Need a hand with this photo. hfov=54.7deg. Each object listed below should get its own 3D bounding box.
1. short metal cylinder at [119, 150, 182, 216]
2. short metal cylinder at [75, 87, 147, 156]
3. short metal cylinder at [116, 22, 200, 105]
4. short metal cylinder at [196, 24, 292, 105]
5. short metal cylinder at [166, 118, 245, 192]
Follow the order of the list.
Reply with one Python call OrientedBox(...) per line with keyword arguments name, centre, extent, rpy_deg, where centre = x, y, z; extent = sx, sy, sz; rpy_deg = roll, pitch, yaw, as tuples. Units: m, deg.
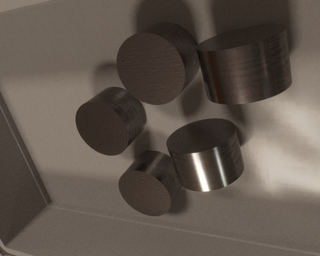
OrientedBox(name="short metal cylinder", centre=(-0.012, 0.079, 0.446), extent=(0.080, 0.050, 0.079), rpy_deg=(13, 124, 20))
OrientedBox(name="short metal cylinder", centre=(-0.066, -0.009, 0.419), extent=(0.080, 0.050, 0.079), rpy_deg=(13, 124, 20))
OrientedBox(name="short metal cylinder", centre=(-0.001, -0.072, 0.347), extent=(0.080, 0.050, 0.079), rpy_deg=(13, 124, 20))
OrientedBox(name="short metal cylinder", centre=(0.079, -0.062, 0.293), extent=(0.080, 0.080, 0.050), rpy_deg=(-3, 117, 29))
OrientedBox(name="short metal cylinder", centre=(0.053, 0.029, 0.362), extent=(0.080, 0.080, 0.050), rpy_deg=(-5, 116, 30))
